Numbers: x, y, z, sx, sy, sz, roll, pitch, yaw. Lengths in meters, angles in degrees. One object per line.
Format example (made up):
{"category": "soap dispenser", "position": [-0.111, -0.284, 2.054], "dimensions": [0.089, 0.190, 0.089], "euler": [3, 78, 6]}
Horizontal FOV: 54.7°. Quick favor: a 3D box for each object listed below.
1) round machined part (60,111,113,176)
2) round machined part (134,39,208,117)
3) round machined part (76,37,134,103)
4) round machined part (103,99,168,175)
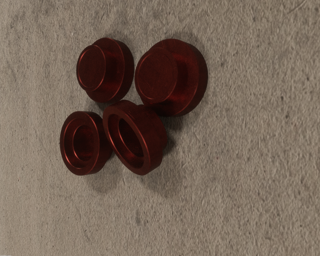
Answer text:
{"category": "round machined part", "position": [-0.110, 0.023, 0.482], "dimensions": [0.098, 0.042, 0.097], "euler": [0, 90, 39]}
{"category": "round machined part", "position": [0.006, -0.063, 0.387], "dimensions": [0.098, 0.042, 0.097], "euler": [0, 90, 39]}
{"category": "round machined part", "position": [-0.088, -0.087, 0.464], "dimensions": [0.098, 0.042, 0.097], "euler": [0, 90, 39]}
{"category": "round machined part", "position": [-0.028, 0.008, 0.398], "dimensions": [0.098, 0.042, 0.097], "euler": [35, 141, 35]}
